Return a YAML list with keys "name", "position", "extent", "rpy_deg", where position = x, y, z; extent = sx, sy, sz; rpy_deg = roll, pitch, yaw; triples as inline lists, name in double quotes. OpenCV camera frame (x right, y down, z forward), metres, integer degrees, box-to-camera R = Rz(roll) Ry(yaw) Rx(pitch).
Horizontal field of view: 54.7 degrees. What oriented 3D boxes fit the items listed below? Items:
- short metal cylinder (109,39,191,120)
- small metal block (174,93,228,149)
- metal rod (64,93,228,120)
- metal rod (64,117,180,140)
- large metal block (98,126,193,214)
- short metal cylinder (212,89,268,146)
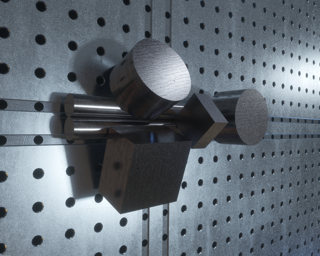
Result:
- name: "short metal cylinder"
  position: [-0.011, -0.056, 0.361]
  extent: [0.080, 0.050, 0.080]
  rpy_deg: [21, 54, -31]
- name: "small metal block"
  position: [0.051, -0.009, 0.394]
  extent: [0.025, 0.050, 0.050]
  rpy_deg: [1, 47, -40]
- name: "metal rod"
  position: [0.020, -0.023, 0.422]
  extent: [0.302, 0.025, 0.025]
  rpy_deg: [1, 90, -40]
- name: "metal rod"
  position: [0.020, 0.002, 0.422]
  extent: [0.302, 0.025, 0.025]
  rpy_deg: [1, 90, -40]
- name: "large metal block"
  position: [-0.017, 0.044, 0.356]
  extent: [0.081, 0.050, 0.079]
  rpy_deg: [-1, 111, -40]
- name: "short metal cylinder"
  position: [0.113, -0.015, 0.451]
  extent: [0.081, 0.050, 0.079]
  rpy_deg: [0, 90, -40]
